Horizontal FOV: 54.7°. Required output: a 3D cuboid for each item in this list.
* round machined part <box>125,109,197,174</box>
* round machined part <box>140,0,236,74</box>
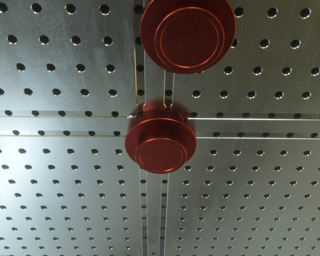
[{"bbox_3d":[0.001,0.025,0.422,0.099,0.042,0.097,-1,130,0],"label":"round machined part"},{"bbox_3d":[0.029,-0.097,0.318,0.099,0.042,0.097,-1,130,0],"label":"round machined part"}]
